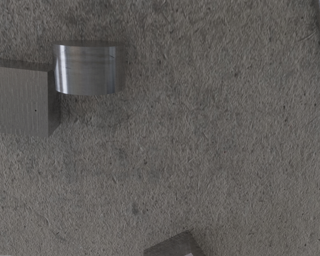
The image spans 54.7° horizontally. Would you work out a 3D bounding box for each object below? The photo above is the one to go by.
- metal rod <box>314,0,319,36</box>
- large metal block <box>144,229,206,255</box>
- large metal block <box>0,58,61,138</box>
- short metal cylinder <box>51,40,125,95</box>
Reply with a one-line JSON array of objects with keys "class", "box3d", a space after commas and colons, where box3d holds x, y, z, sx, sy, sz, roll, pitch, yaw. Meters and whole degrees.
[{"class": "metal rod", "box3d": [0.200, -0.127, 0.365, 0.025, 0.025, 0.299, -19, 109, 7]}, {"class": "large metal block", "box3d": [0.029, 0.218, 0.477, 0.080, 0.050, 0.080, -29, 108, 10]}, {"class": "large metal block", "box3d": [-0.170, -0.038, 0.381, 0.081, 0.050, 0.079, 6, 110, -3]}, {"class": "short metal cylinder", "box3d": [-0.080, -0.071, 0.353, 0.081, 0.080, 0.050, 2, 110, -1]}]
